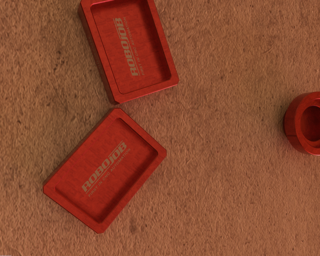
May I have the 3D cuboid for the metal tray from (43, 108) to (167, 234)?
[{"bbox_3d":[-0.066,0.050,0.382,0.090,0.030,0.130,44,76,-15],"label":"metal tray"}]

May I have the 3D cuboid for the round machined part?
[{"bbox_3d":[0.235,-0.007,0.489,0.099,0.042,0.097,0,90,-21],"label":"round machined part"}]

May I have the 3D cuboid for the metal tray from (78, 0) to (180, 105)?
[{"bbox_3d":[-0.038,-0.103,0.392,0.091,0.030,0.129,-21,97,-19],"label":"metal tray"}]
